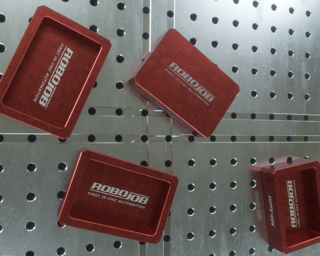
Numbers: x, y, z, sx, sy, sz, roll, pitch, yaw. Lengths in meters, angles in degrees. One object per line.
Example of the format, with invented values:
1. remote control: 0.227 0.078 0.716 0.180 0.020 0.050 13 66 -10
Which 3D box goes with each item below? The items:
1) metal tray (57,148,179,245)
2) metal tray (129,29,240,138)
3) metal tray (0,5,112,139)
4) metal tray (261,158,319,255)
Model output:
1. metal tray: -0.050 0.086 0.391 0.131 0.030 0.090 20 83 -19
2. metal tray: 0.035 -0.058 0.423 0.130 0.030 0.090 37 78 -16
3. metal tray: -0.124 -0.062 0.363 0.090 0.030 0.130 25 82 -18
4. metal tray: 0.212 0.120 0.487 0.091 0.030 0.129 -9 93 -20
